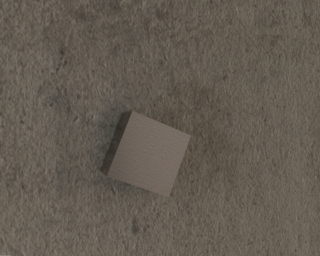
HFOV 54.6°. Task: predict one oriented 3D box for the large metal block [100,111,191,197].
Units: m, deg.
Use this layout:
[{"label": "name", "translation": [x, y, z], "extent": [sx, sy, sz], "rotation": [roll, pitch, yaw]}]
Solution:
[{"label": "large metal block", "translation": [-0.019, 0.032, 0.389], "extent": [0.080, 0.050, 0.080], "rotation": [23, 82, -19]}]
